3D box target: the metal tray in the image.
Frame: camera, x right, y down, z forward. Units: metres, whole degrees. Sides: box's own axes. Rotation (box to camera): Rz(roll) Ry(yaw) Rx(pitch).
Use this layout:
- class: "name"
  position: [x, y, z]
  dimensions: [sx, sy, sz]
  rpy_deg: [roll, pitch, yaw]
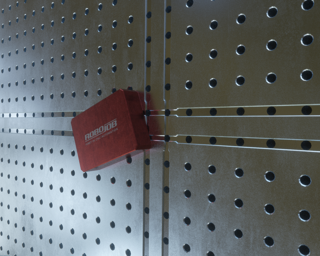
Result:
- class: "metal tray"
  position: [-0.078, 0.007, 0.468]
  dimensions: [0.130, 0.030, 0.090]
  rpy_deg: [-25, 75, 37]
